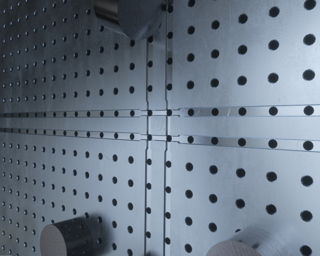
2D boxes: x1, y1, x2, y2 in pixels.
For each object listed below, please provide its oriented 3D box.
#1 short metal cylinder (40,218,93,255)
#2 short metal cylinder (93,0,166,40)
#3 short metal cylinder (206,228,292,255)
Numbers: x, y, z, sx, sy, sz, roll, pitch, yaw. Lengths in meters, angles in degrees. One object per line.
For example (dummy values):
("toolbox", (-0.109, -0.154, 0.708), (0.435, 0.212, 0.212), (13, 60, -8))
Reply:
("short metal cylinder", (-0.159, 0.198, 0.525), (0.080, 0.050, 0.079), (0, 90, 40))
("short metal cylinder", (-0.039, -0.162, 0.406), (0.050, 0.081, 0.079), (32, 110, 35))
("short metal cylinder", (0.092, 0.149, 0.318), (0.080, 0.050, 0.079), (0, 90, 40))
